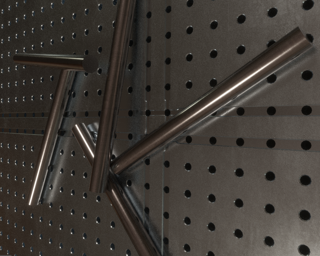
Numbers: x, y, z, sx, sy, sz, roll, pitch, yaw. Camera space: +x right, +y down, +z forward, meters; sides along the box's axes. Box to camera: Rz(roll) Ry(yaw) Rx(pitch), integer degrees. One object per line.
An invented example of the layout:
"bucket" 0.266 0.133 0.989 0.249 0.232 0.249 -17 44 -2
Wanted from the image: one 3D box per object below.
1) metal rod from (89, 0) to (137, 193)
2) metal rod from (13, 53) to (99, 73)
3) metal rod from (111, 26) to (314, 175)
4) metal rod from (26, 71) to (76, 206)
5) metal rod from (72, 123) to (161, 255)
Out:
"metal rod" -0.067 -0.057 0.444 0.025 0.025 0.298 10 91 39
"metal rod" -0.195 -0.117 0.539 0.300 0.025 0.025 16 100 47
"metal rod" 0.037 -0.014 0.376 0.299 0.025 0.025 -36 68 34
"metal rod" -0.201 0.012 0.571 0.025 0.025 0.298 32 110 35
"metal rod" -0.058 0.110 0.454 0.025 0.025 0.299 -50 61 28
